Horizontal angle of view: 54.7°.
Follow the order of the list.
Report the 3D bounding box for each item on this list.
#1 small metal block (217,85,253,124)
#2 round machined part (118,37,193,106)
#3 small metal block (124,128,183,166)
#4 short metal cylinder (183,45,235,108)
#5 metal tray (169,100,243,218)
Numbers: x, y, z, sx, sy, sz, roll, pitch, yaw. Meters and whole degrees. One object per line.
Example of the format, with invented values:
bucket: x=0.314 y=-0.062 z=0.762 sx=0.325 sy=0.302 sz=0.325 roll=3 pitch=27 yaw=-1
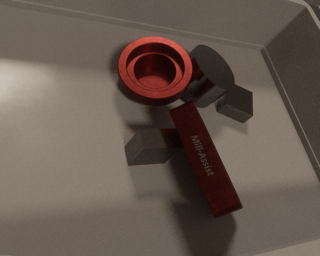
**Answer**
small metal block: x=0.121 y=-0.042 z=0.499 sx=0.050 sy=0.025 sz=0.050 roll=22 pitch=53 yaw=-16
round machined part: x=-0.007 y=-0.073 z=0.423 sx=0.099 sy=0.042 sz=0.098 roll=2 pitch=66 yaw=-5
small metal block: x=-0.009 y=0.023 z=0.372 sx=0.050 sy=0.050 sz=0.025 roll=0 pitch=62 yaw=-29
short metal cylinder: x=0.065 y=-0.077 z=0.463 sx=0.080 sy=0.050 sz=0.080 roll=24 pitch=47 yaw=-28
metal tray: x=0.058 y=0.040 z=0.374 sx=0.030 sy=0.090 sz=0.130 roll=-25 pitch=70 yaw=8
